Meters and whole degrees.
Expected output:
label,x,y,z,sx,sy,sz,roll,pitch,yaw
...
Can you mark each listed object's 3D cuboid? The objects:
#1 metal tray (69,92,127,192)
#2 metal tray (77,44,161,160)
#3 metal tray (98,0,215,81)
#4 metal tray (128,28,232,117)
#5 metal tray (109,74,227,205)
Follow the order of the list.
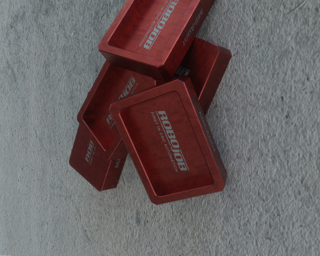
label,x,y,z,sx,sy,sz,roll,pitch,yaw
metal tray,-0.088,0.018,0.472,0.090,0.030,0.129,31,109,35
metal tray,-0.052,-0.033,0.405,0.090,0.030,0.129,49,118,28
metal tray,-0.001,-0.125,0.358,0.090,0.030,0.130,22,76,27
metal tray,0.014,-0.076,0.390,0.130,0.030,0.089,34,110,34
metal tray,0.011,0.016,0.348,0.090,0.030,0.129,-18,103,22
